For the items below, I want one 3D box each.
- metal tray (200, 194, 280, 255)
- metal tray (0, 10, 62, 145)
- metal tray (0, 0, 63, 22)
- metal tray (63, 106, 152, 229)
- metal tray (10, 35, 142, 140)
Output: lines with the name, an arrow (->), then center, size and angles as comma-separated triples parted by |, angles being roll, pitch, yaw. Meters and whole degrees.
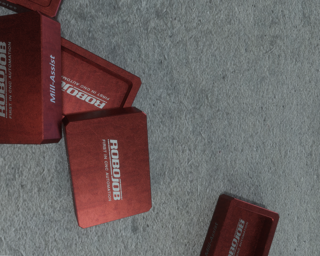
metal tray -> 0.111, 0.171, 0.447 | 0.091, 0.030, 0.130 | 22, 83, -19
metal tray -> -0.150, -0.049, 0.324 | 0.090, 0.030, 0.129 | 0, 90, 18
metal tray -> -0.169, -0.183, 0.343 | 0.131, 0.030, 0.090 | 19, 84, -19
metal tray -> -0.060, 0.045, 0.366 | 0.091, 0.030, 0.129 | -9, 108, -21
metal tray -> -0.099, -0.046, 0.369 | 0.131, 0.030, 0.090 | 26, 82, -18
